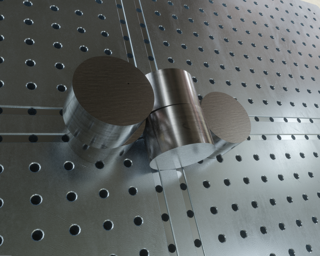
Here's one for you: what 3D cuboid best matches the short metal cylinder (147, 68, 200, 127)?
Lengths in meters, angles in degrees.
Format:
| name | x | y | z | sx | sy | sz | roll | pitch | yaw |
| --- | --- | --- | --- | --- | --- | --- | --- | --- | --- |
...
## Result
| name | x | y | z | sx | sy | sz | roll | pitch | yaw |
| --- | --- | --- | --- | --- | --- | --- | --- | --- | --- |
| short metal cylinder | 0.009 | -0.032 | 0.397 | 0.081 | 0.080 | 0.050 | 1 | 62 | -28 |

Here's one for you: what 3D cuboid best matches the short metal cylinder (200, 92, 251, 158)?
| name | x | y | z | sx | sy | sz | roll | pitch | yaw |
| --- | --- | --- | --- | --- | --- | --- | --- | --- | --- |
| short metal cylinder | 0.079 | -0.004 | 0.436 | 0.081 | 0.050 | 0.080 | 14 | 56 | -21 |

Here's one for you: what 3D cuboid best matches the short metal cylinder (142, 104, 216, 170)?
| name | x | y | z | sx | sy | sz | roll | pitch | yaw |
| --- | --- | --- | --- | --- | --- | --- | --- | --- | --- |
| short metal cylinder | 0.021 | 0.013 | 0.376 | 0.081 | 0.080 | 0.050 | -1 | 63 | -29 |

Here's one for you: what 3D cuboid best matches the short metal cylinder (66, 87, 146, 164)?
| name | x | y | z | sx | sy | sz | roll | pitch | yaw |
| --- | --- | --- | --- | --- | --- | --- | --- | --- | --- |
| short metal cylinder | -0.063 | -0.004 | 0.360 | 0.081 | 0.050 | 0.080 | 14 | 56 | -21 |

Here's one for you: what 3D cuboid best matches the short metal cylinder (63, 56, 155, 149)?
| name | x | y | z | sx | sy | sz | roll | pitch | yaw |
| --- | --- | --- | --- | --- | --- | --- | --- | --- | --- |
| short metal cylinder | -0.053 | -0.025 | 0.313 | 0.081 | 0.050 | 0.080 | 14 | 56 | -21 |
